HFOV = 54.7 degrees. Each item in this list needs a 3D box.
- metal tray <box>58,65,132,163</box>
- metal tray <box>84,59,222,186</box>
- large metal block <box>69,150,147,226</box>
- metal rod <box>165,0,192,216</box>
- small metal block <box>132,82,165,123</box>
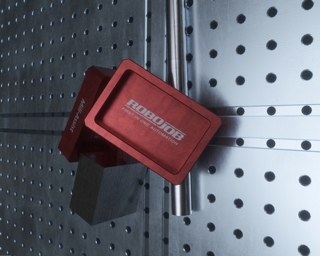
[{"bbox_3d":[-0.075,-0.016,0.426,0.030,0.091,0.129,41,114,32],"label":"metal tray"},{"bbox_3d":[-0.008,-0.007,0.355,0.130,0.030,0.090,33,93,4],"label":"metal tray"},{"bbox_3d":[-0.070,0.078,0.429,0.050,0.081,0.079,23,104,37],"label":"large metal block"},{"bbox_3d":[0.023,-0.043,0.388,0.025,0.025,0.298,-3,88,39],"label":"metal rod"},{"bbox_3d":[-0.009,-0.032,0.399,0.025,0.050,0.050,-1,90,40],"label":"small metal block"}]
